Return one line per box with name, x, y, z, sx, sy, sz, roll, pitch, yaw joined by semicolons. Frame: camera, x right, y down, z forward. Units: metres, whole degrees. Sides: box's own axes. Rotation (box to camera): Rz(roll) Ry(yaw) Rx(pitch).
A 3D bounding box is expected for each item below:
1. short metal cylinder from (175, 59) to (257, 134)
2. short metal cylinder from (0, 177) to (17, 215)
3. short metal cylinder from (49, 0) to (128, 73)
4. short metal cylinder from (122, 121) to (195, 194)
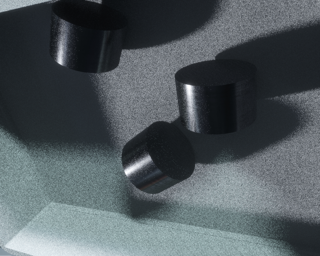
short metal cylinder;0.058;-0.035;0.320;0.080;0.080;0.050;5;121;25
short metal cylinder;-0.364;0.151;0.676;0.080;0.050;0.079;13;124;20
short metal cylinder;-0.081;-0.105;0.350;0.080;0.080;0.050;27;128;11
short metal cylinder;-0.001;0.038;0.396;0.080;0.080;0.050;49;128;-7
